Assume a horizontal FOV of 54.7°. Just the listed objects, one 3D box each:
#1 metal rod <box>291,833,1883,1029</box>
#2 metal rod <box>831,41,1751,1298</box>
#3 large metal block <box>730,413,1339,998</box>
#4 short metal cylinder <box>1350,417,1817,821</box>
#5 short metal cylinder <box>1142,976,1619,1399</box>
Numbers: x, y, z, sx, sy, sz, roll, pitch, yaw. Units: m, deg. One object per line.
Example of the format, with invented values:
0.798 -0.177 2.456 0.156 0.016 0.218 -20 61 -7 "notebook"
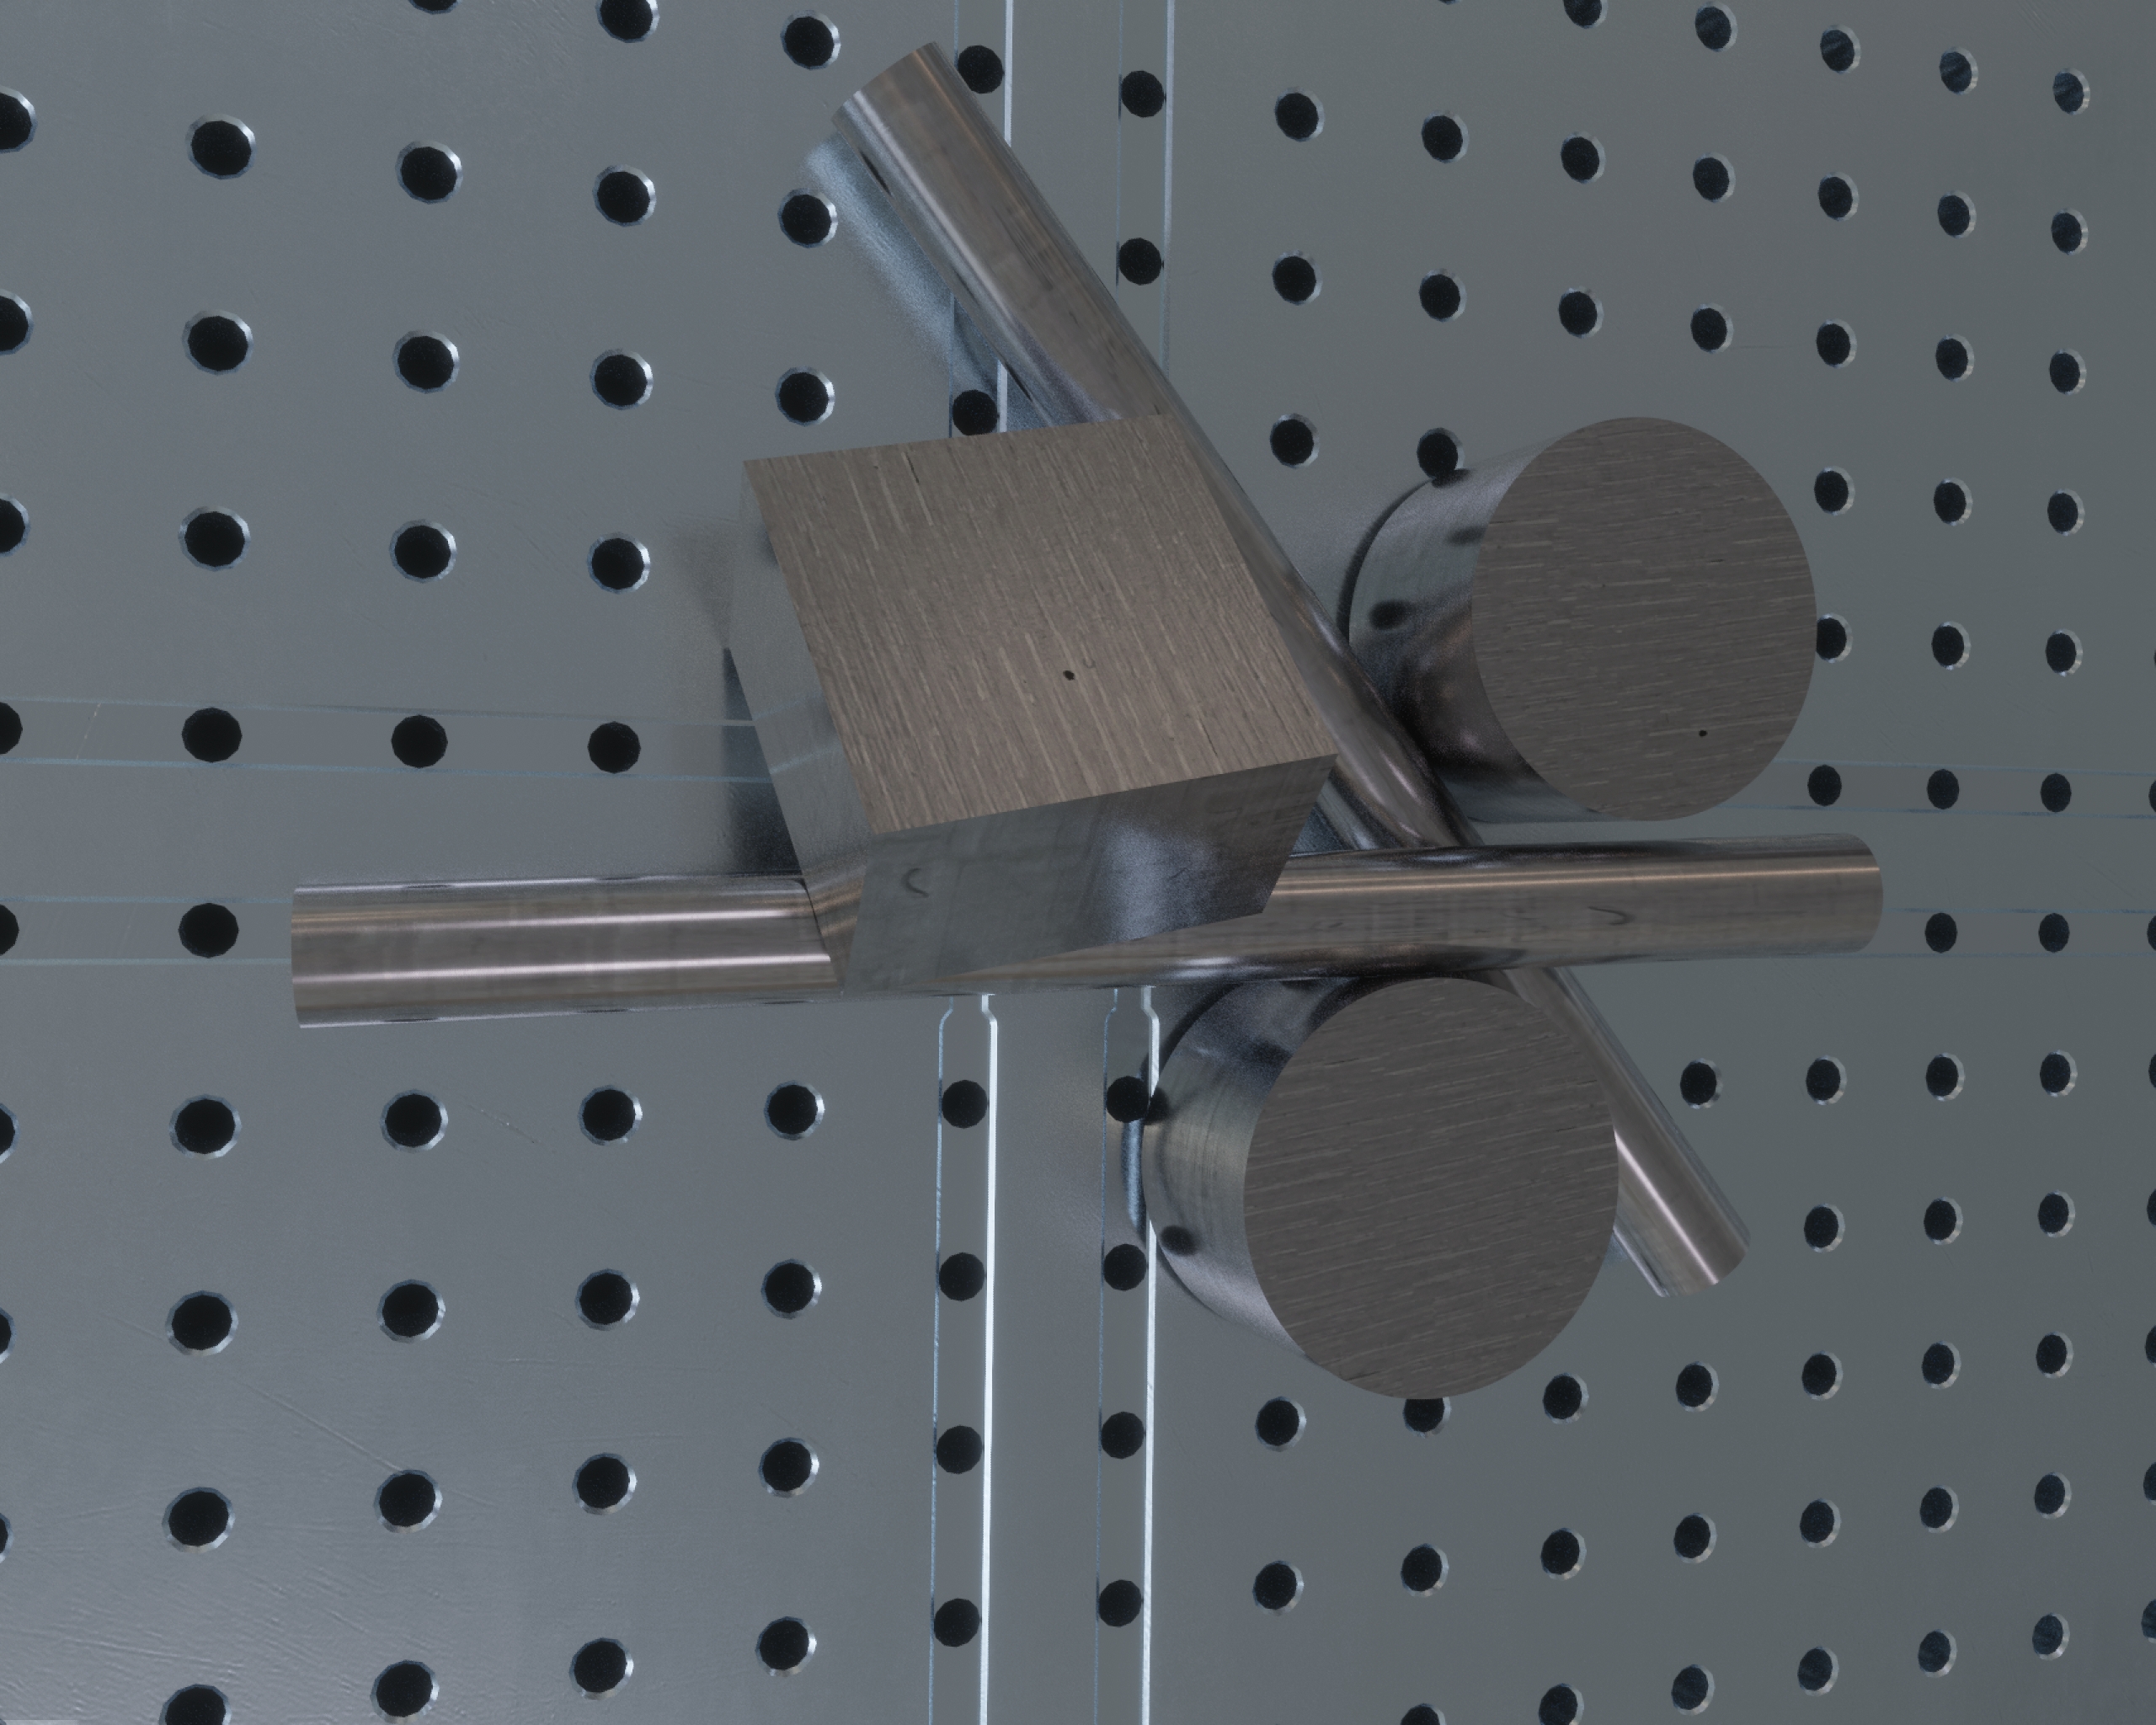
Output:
0.013 0.011 0.396 0.302 0.025 0.025 -2 91 -14 "metal rod"
0.050 -0.030 0.428 0.025 0.025 0.299 -40 103 -16 "metal rod"
-0.012 -0.030 0.372 0.081 0.050 0.080 -11 59 -19 "large metal block"
0.104 -0.048 0.434 0.081 0.050 0.079 0 90 -20 "short metal cylinder"
0.059 0.061 0.418 0.081 0.050 0.079 0 90 -20 "short metal cylinder"
